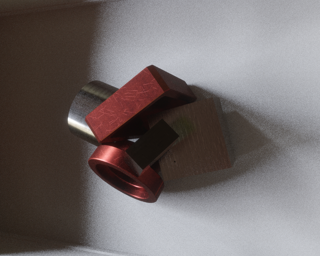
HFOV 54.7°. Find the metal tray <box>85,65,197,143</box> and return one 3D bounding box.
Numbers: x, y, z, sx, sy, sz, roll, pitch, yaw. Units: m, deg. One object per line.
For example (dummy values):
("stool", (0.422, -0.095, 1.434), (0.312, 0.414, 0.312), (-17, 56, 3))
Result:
("metal tray", (-0.014, -0.023, 0.357), (0.090, 0.130, 0.030), (-37, 80, 16))

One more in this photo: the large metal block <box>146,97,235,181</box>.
("large metal block", (0.039, 0.012, 0.373), (0.080, 0.050, 0.080), (-15, 90, 19))

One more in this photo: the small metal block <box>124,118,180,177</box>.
("small metal block", (-0.010, 0.022, 0.326), (0.050, 0.050, 0.025), (-42, 83, -18))

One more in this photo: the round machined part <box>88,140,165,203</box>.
("round machined part", (-0.037, 0.051, 0.392), (0.098, 0.098, 0.042), (22, 62, 18))

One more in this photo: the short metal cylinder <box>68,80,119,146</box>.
("short metal cylinder", (-0.073, -0.016, 0.404), (0.050, 0.080, 0.080), (24, 98, 18))
